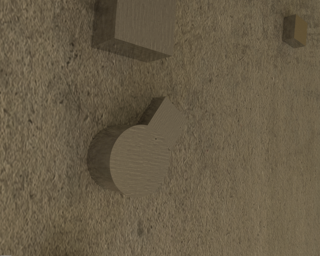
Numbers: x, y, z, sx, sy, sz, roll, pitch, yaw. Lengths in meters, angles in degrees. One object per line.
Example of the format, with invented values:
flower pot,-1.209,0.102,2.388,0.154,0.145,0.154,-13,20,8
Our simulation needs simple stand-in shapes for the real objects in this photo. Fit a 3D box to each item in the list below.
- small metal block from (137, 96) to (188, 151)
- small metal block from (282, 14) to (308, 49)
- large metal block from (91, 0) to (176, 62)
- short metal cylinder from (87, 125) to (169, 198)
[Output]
small metal block,0.003,-0.006,0.407,0.050,0.025,0.050,46,63,-31
small metal block,0.278,-0.198,0.636,0.050,0.025,0.050,12,83,-39
large metal block,-0.029,-0.129,0.364,0.081,0.050,0.080,6,86,-40
short metal cylinder,-0.036,0.036,0.358,0.081,0.050,0.080,0,90,-40
